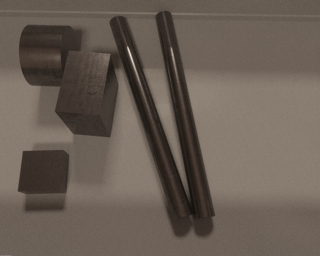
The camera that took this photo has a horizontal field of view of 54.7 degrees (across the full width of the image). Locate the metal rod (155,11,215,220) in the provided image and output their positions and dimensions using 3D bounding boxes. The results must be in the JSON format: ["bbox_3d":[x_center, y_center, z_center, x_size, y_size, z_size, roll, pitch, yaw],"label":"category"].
[{"bbox_3d":[0.030,-0.031,0.421,0.025,0.025,0.299,-9,70,-4],"label":"metal rod"}]

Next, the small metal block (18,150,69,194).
[{"bbox_3d":[-0.144,0.055,0.388,0.050,0.025,0.050,-1,70,-1],"label":"small metal block"}]

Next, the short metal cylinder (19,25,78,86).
[{"bbox_3d":[-0.145,-0.096,0.414,0.050,0.080,0.080,2,70,0],"label":"short metal cylinder"}]

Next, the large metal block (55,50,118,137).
[{"bbox_3d":[-0.088,-0.040,0.394,0.050,0.080,0.080,5,70,1],"label":"large metal block"}]

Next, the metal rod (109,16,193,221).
[{"bbox_3d":[-0.018,-0.027,0.419,0.025,0.025,0.299,-17,71,-6],"label":"metal rod"}]
